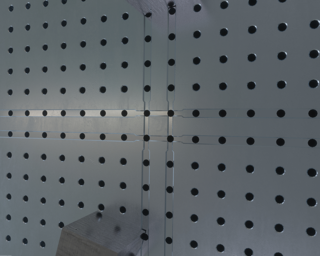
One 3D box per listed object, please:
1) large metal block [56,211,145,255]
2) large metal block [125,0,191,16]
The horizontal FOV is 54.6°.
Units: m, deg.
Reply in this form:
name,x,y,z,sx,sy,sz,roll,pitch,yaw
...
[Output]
name,x,y,z,sx,sy,sz,roll,pitch,yaw
large metal block,-0.077,0.158,0.411,0.080,0.080,0.050,17,96,19
large metal block,-0.004,-0.189,0.385,0.080,0.080,0.050,-11,87,20
